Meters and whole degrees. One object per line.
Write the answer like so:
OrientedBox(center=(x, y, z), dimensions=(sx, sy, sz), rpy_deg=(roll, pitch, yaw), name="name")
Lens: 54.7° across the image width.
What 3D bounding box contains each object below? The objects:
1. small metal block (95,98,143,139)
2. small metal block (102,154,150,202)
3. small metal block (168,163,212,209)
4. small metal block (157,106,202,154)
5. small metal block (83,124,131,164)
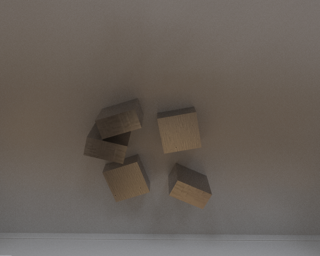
OrientedBox(center=(-0.050, -0.013, 0.393), dimensions=(0.050, 0.050, 0.025), rpy_deg=(-16, 109, 6), name="small metal block")
OrientedBox(center=(-0.046, 0.071, 0.437), dimensions=(0.050, 0.025, 0.050), rpy_deg=(-18, 109, 6), name="small metal block")
OrientedBox(center=(0.040, 0.079, 0.427), dimensions=(0.050, 0.050, 0.025), rpy_deg=(24, 108, -9), name="small metal block")
OrientedBox(center=(0.026, 0.003, 0.412), dimensions=(0.050, 0.025, 0.050), rpy_deg=(-10, 110, 3), name="small metal block")
OrientedBox(center=(-0.067, 0.019, 0.404), dimensions=(0.050, 0.050, 0.025), rpy_deg=(13, 110, -5), name="small metal block")
